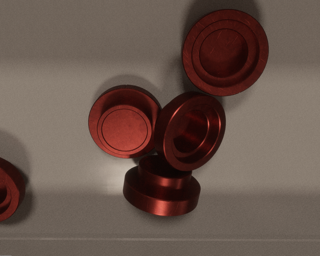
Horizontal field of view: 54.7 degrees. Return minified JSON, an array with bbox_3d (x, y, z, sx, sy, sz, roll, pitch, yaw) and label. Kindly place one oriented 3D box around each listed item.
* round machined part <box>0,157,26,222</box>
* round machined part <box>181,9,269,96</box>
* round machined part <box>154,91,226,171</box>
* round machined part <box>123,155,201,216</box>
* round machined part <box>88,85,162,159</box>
[{"bbox_3d":[-0.235,0.079,0.428,0.099,0.042,0.097,0,110,-1],"label":"round machined part"},{"bbox_3d":[0.074,-0.090,0.370,0.099,0.042,0.097,0,110,-1],"label":"round machined part"},{"bbox_3d":[0.033,0.001,0.387,0.099,0.042,0.097,-15,117,-32],"label":"round machined part"},{"bbox_3d":[0.004,0.067,0.398,0.099,0.098,0.042,9,107,-4],"label":"round machined part"},{"bbox_3d":[-0.044,-0.004,0.400,0.099,0.042,0.097,0,110,-1],"label":"round machined part"}]
